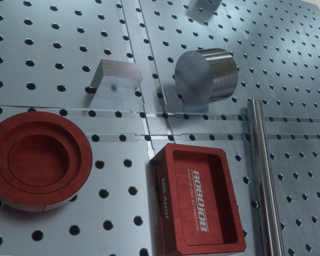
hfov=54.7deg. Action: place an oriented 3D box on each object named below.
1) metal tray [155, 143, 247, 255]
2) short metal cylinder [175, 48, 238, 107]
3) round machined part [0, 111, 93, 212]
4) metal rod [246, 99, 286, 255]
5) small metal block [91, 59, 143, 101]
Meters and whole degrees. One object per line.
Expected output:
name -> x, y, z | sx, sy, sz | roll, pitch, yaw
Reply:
metal tray -> 0.047, 0.086, 0.377 | 0.091, 0.030, 0.130 | 8, 58, -24
short metal cylinder -> 0.066, -0.075, 0.454 | 0.050, 0.080, 0.080 | -16, 70, -34
round machined part -> -0.121, 0.035, 0.310 | 0.099, 0.042, 0.098 | 14, 56, -21
metal rod -> 0.149, 0.085, 0.436 | 0.025, 0.025, 0.300 | 17, 55, -19
small metal block -> -0.056, -0.060, 0.398 | 0.050, 0.050, 0.025 | 1, 61, -28
